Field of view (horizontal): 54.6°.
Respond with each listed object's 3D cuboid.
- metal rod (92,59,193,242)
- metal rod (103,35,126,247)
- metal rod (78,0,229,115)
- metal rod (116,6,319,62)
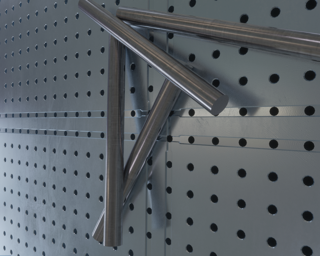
[{"bbox_3d":[-0.033,0.045,0.437,0.025,0.025,0.298,40,114,33],"label":"metal rod"},{"bbox_3d":[-0.063,0.008,0.438,0.025,0.025,0.299,-8,77,40],"label":"metal rod"},{"bbox_3d":[-0.028,-0.109,0.403,0.300,0.025,0.025,44,116,34],"label":"metal rod"},{"bbox_3d":[0.054,-0.117,0.365,0.300,0.025,0.025,25,106,37],"label":"metal rod"}]
